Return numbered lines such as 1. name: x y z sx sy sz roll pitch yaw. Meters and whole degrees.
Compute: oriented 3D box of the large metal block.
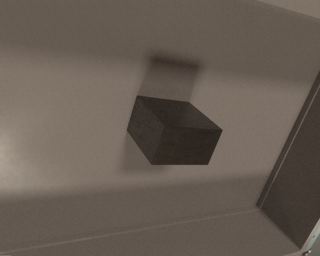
1. large metal block: 0.015 0.003 0.385 0.081 0.080 0.050 4 116 -31
